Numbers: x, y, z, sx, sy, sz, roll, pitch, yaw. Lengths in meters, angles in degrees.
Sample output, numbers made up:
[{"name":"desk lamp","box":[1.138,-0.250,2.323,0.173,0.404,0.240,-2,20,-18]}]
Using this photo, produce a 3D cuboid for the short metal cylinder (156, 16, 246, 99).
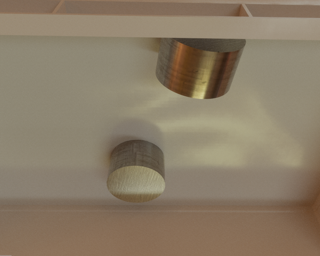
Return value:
[{"name":"short metal cylinder","box":[0.039,-0.073,0.312,0.081,0.080,0.050,6,130,-6]}]

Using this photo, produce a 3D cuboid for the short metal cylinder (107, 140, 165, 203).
[{"name":"short metal cylinder","box":[-0.033,0.063,0.446,0.081,0.050,0.079,0,130,0]}]
